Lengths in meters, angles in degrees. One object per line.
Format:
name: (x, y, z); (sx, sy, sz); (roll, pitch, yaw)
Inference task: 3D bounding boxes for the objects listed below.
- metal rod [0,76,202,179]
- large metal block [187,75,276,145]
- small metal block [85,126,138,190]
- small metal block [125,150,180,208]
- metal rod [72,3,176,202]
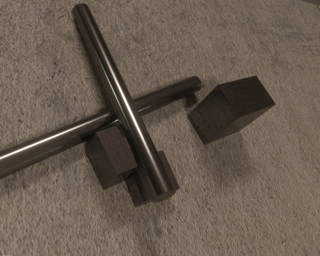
metal rod: (-0.053, -0.015, 0.385); (0.302, 0.025, 0.025); (-27, 77, -37)
large metal block: (0.100, -0.025, 0.440); (0.081, 0.080, 0.050); (-18, 71, -35)
small metal block: (-0.055, 0.034, 0.339); (0.025, 0.050, 0.050); (-19, 72, -36)
small metal block: (-0.012, 0.059, 0.363); (0.050, 0.025, 0.050); (-12, 68, -34)
metal rod: (-0.055, -0.050, 0.378); (0.025, 0.025, 0.299); (-8, 57, -32)
